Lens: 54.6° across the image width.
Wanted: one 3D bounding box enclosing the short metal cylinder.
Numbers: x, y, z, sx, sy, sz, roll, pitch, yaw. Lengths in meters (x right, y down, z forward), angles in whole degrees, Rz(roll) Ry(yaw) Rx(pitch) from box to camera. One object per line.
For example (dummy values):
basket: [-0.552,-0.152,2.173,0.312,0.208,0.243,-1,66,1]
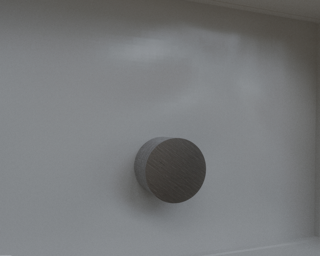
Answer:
short metal cylinder: [0.012,0.052,0.401,0.081,0.050,0.080,0,90,-20]
